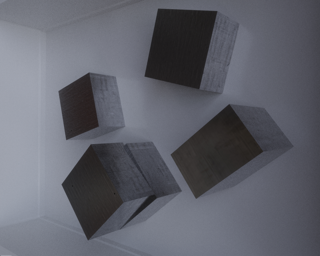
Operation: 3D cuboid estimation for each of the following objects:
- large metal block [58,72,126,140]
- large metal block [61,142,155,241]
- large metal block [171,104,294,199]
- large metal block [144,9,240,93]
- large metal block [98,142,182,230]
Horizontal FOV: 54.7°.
[{"bbox_3d":[-0.106,-0.030,0.475,0.080,0.050,0.080,-19,78,38],"label":"large metal block"},{"bbox_3d":[-0.066,0.075,0.377,0.080,0.050,0.080,-50,61,28],"label":"large metal block"},{"bbox_3d":[0.073,0.023,0.310,0.080,0.081,0.050,-44,64,31],"label":"large metal block"},{"bbox_3d":[0.036,-0.089,0.360,0.080,0.050,0.079,20,102,38],"label":"large metal block"},{"bbox_3d":[-0.031,0.075,0.414,0.080,0.050,0.080,-46,63,30],"label":"large metal block"}]
